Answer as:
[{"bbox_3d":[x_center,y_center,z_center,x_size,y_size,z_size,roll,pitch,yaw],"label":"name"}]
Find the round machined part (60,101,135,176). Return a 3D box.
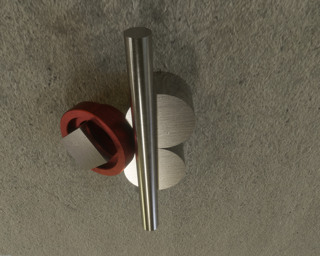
[{"bbox_3d":[-0.072,0.009,0.388,0.098,0.042,0.097,18,131,22],"label":"round machined part"}]

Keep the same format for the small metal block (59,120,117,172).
[{"bbox_3d":[-0.085,0.021,0.372,0.050,0.025,0.050,-25,106,43],"label":"small metal block"}]

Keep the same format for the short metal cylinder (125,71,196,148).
[{"bbox_3d":[0.001,-0.022,0.374,0.081,0.050,0.079,0,130,0],"label":"short metal cylinder"}]

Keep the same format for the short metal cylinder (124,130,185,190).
[{"bbox_3d":[-0.007,0.040,0.426,0.081,0.050,0.079,0,129,0],"label":"short metal cylinder"}]

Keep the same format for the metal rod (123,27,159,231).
[{"bbox_3d":[-0.017,0.030,0.369,0.025,0.025,0.298,-1,130,0],"label":"metal rod"}]
